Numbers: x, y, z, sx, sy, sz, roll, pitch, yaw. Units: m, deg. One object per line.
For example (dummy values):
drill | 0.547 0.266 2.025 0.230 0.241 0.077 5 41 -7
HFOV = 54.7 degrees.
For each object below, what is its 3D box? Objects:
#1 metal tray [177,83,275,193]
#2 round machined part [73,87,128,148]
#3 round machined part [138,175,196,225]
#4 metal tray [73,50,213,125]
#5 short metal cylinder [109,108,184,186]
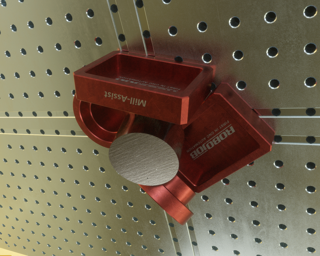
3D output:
metal tray | 0.061 0.018 0.385 0.090 0.030 0.129 45 129 -4
round machined part | -0.064 -0.023 0.418 0.098 0.042 0.097 13 124 20
round machined part | 0.010 0.082 0.422 0.098 0.042 0.098 43 173 7
metal tray | -0.016 -0.050 0.345 0.130 0.090 0.030 14 124 19
short metal cylinder | -0.014 0.022 0.367 0.080 0.050 0.079 6 128 8
